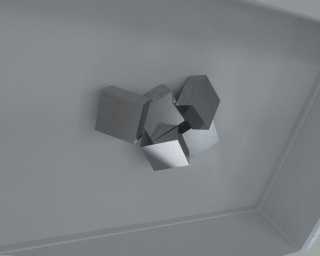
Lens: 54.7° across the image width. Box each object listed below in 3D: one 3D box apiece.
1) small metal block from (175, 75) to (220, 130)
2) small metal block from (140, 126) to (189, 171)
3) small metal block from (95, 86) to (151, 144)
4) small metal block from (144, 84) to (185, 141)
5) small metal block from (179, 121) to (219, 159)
[{"bbox_3d":[0.051,-0.032,0.401,0.050,0.025,0.050,51,53,-40],"label":"small metal block"},{"bbox_3d":[0.008,0.029,0.415,0.050,0.025,0.050,-12,130,17],"label":"small metal block"},{"bbox_3d":[-0.043,-0.016,0.357,0.050,0.025,0.050,20,114,10],"label":"small metal block"},{"bbox_3d":[-0.003,-0.019,0.394,0.050,0.025,0.050,-33,129,-7],"label":"small metal block"},{"bbox_3d":[0.052,0.008,0.442,0.050,0.025,0.050,-31,129,-8],"label":"small metal block"}]
